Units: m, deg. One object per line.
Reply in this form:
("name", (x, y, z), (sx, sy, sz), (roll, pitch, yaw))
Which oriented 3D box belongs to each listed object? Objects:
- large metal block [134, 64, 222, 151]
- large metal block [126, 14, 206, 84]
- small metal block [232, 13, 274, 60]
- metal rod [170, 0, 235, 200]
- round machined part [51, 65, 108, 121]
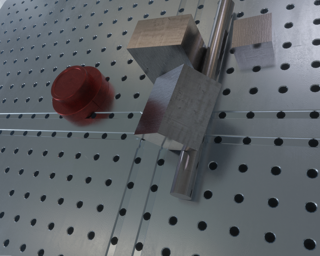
("large metal block", (0.018, -0.020, 0.364), (0.080, 0.050, 0.080), (-7, 60, 68))
("large metal block", (0.014, -0.106, 0.430), (0.080, 0.080, 0.050), (4, 64, 30))
("small metal block", (0.126, -0.123, 0.418), (0.050, 0.025, 0.050), (-4, 60, 26))
("metal rod", (0.062, -0.055, 0.409), (0.025, 0.025, 0.300), (2, 63, 29))
("round machined part", (-0.138, -0.063, 0.509), (0.098, 0.042, 0.098), (-13, 56, 21))
